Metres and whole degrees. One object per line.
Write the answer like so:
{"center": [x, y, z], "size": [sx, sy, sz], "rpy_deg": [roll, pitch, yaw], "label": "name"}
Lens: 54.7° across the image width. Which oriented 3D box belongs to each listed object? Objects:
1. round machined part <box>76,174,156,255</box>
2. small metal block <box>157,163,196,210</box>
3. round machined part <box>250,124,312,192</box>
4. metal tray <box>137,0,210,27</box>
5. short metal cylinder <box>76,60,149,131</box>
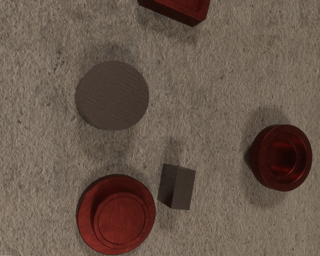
{"center": [-0.051, 0.108, 0.382], "size": [0.099, 0.042, 0.097], "rpy_deg": [0, 90, -21], "label": "round machined part"}
{"center": [0.021, 0.075, 0.405], "size": [0.025, 0.050, 0.050], "rpy_deg": [11, 86, -20], "label": "small metal block"}
{"center": [0.176, 0.043, 0.467], "size": [0.099, 0.042, 0.097], "rpy_deg": [0, 90, -21], "label": "round machined part"}
{"center": [0.030, -0.215, 0.418], "size": [0.091, 0.030, 0.129], "rpy_deg": [16, 85, -20], "label": "metal tray"}
{"center": [-0.059, -0.037, 0.375], "size": [0.081, 0.050, 0.079], "rpy_deg": [0, 90, -21], "label": "short metal cylinder"}
